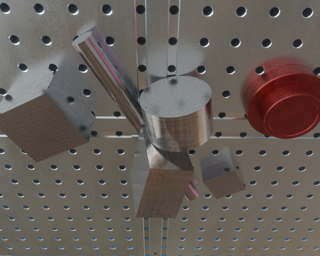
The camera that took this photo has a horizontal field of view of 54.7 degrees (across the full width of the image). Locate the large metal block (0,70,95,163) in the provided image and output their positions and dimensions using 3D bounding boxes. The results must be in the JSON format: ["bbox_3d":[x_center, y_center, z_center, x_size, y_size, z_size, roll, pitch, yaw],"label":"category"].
[{"bbox_3d":[-0.141,-0.012,0.383,0.080,0.050,0.080,-21,127,17],"label":"large metal block"}]

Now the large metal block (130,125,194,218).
[{"bbox_3d":[-0.002,0.054,0.387,0.050,0.080,0.079,6,124,-15],"label":"large metal block"}]

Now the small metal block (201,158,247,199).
[{"bbox_3d":[0.099,0.079,0.480,0.050,0.025,0.050,-24,126,19],"label":"small metal block"}]

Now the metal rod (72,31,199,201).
[{"bbox_3d":[-0.016,0.006,0.416,0.025,0.025,0.299,-21,127,17],"label":"metal rod"}]

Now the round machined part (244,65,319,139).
[{"bbox_3d":[0.157,-0.025,0.381,0.099,0.042,0.097,0,130,0],"label":"round machined part"}]

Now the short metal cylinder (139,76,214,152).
[{"bbox_3d":[0.021,-0.018,0.360,0.080,0.080,0.050,-7,130,5],"label":"short metal cylinder"}]
